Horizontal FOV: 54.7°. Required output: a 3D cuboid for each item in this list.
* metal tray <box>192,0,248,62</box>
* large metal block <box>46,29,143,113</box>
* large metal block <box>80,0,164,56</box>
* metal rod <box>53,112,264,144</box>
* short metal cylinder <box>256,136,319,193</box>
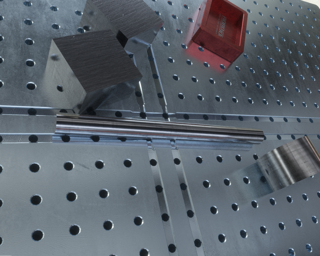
[{"bbox_3d":[0.116,-0.194,0.585,0.090,0.030,0.130,26,53,-12],"label":"metal tray"},{"bbox_3d":[-0.083,-0.072,0.391,0.081,0.050,0.080,-25,75,-37],"label":"large metal block"},{"bbox_3d":[-0.056,-0.155,0.456,0.080,0.050,0.080,47,51,4],"label":"large metal block"},{"bbox_3d":[0.017,0.004,0.414,0.302,0.025,0.025,4,60,-26],"label":"metal rod"},{"bbox_3d":[0.186,0.052,0.441,0.081,0.080,0.050,-11,68,-33],"label":"short metal cylinder"}]
